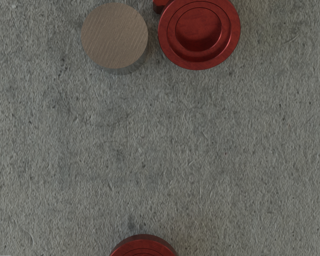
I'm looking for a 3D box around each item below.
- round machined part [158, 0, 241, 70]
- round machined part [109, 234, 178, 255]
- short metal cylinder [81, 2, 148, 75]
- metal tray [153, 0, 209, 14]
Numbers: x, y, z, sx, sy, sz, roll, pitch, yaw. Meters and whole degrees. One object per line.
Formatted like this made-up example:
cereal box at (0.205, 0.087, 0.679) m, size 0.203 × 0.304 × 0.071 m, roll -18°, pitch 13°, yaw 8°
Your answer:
round machined part at (0.047, -0.125, 0.386) m, size 0.099 × 0.042 × 0.097 m, roll 1°, pitch 128°, yaw 2°
round machined part at (-0.021, 0.186, 0.401) m, size 0.099 × 0.042 × 0.097 m, roll 0°, pitch 90°, yaw -1°
short metal cylinder at (-0.055, -0.111, 0.397) m, size 0.081 × 0.050 × 0.079 m, roll 0°, pitch 90°, yaw -1°
metal tray at (0.040, -0.217, 0.407) m, size 0.091 × 0.030 × 0.129 m, roll 4°, pitch 90°, yaw -1°
